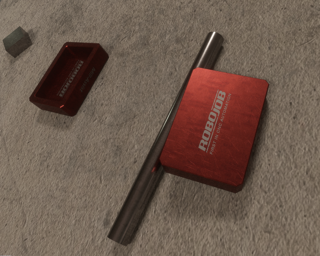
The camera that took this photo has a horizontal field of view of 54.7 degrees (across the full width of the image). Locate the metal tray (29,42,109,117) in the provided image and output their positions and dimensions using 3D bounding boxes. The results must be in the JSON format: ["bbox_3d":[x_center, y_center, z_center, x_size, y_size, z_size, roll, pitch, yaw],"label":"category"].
[{"bbox_3d":[-0.156,-0.088,0.533,0.090,0.030,0.130,12,68,33],"label":"metal tray"}]

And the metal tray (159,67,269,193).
[{"bbox_3d":[0.063,-0.002,0.353,0.090,0.030,0.130,15,68,17],"label":"metal tray"}]

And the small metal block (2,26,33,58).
[{"bbox_3d":[-0.314,-0.189,0.681,0.050,0.025,0.050,-38,51,2],"label":"small metal block"}]

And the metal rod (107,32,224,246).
[{"bbox_3d":[0.015,0.000,0.394,0.025,0.025,0.300,14,69,33],"label":"metal rod"}]
